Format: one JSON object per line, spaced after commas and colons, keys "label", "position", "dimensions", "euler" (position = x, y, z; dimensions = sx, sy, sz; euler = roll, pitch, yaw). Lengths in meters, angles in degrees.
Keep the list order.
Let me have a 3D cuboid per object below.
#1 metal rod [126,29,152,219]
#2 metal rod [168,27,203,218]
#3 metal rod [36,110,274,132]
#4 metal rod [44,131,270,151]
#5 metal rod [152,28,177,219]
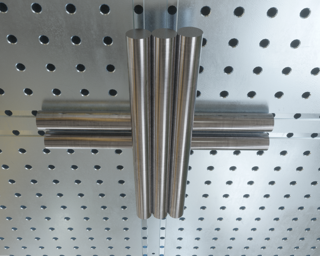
{"label": "metal rod", "position": [-0.023, 0.022, 0.397], "dimensions": [0.025, 0.025, 0.298], "euler": [0, 130, -1]}
{"label": "metal rod", "position": [0.027, 0.020, 0.397], "dimensions": [0.025, 0.025, 0.298], "euler": [0, 130, -1]}
{"label": "metal rod", "position": [-0.005, -0.009, 0.404], "dimensions": [0.302, 0.025, 0.025], "euler": [1, 130, -1]}
{"label": "metal rod", "position": [-0.003, 0.018, 0.427], "dimensions": [0.302, 0.025, 0.025], "euler": [1, 130, -1]}
{"label": "metal rod", "position": [0.002, 0.021, 0.397], "dimensions": [0.025, 0.025, 0.298], "euler": [0, 130, -1]}
